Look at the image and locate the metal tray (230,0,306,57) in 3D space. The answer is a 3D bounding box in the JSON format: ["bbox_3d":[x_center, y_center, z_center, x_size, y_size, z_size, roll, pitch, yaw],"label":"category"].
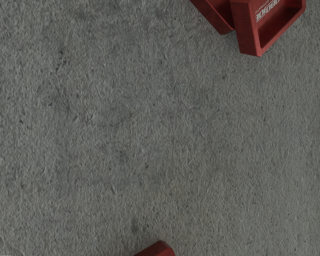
[{"bbox_3d":[0.157,-0.174,0.436,0.130,0.030,0.090,-44,134,-19],"label":"metal tray"}]

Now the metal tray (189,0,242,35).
[{"bbox_3d":[0.106,-0.211,0.445,0.090,0.030,0.130,43,76,-15],"label":"metal tray"}]

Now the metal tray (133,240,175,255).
[{"bbox_3d":[-0.031,0.217,0.395,0.131,0.030,0.090,-24,98,-19],"label":"metal tray"}]
